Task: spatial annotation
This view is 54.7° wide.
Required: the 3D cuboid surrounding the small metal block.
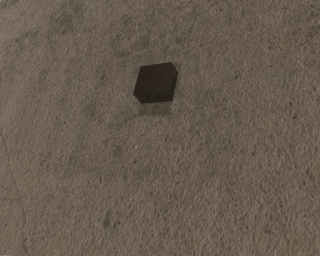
[{"bbox_3d":[-0.006,-0.064,0.445,0.050,0.025,0.050,-2,61,26],"label":"small metal block"}]
